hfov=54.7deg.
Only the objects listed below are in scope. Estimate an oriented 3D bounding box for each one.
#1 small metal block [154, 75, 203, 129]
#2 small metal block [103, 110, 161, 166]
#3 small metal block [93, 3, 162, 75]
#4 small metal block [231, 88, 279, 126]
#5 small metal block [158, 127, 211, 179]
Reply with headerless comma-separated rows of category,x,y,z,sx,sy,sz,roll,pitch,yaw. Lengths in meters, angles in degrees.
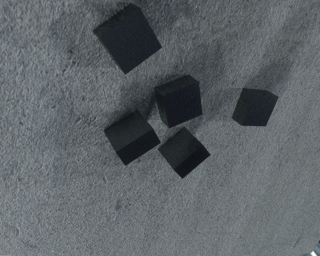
small metal block,0.024,-0.034,0.399,0.050,0.025,0.050,-23,127,-15
small metal block,-0.035,0.011,0.378,0.050,0.050,0.025,-33,129,-7
small metal block,-0.034,-0.094,0.330,0.050,0.025,0.050,-38,129,-3
small metal block,0.143,-0.031,0.466,0.050,0.025,0.050,1,118,-29
small metal block,0.033,0.033,0.429,0.050,0.050,0.025,-41,129,-1
